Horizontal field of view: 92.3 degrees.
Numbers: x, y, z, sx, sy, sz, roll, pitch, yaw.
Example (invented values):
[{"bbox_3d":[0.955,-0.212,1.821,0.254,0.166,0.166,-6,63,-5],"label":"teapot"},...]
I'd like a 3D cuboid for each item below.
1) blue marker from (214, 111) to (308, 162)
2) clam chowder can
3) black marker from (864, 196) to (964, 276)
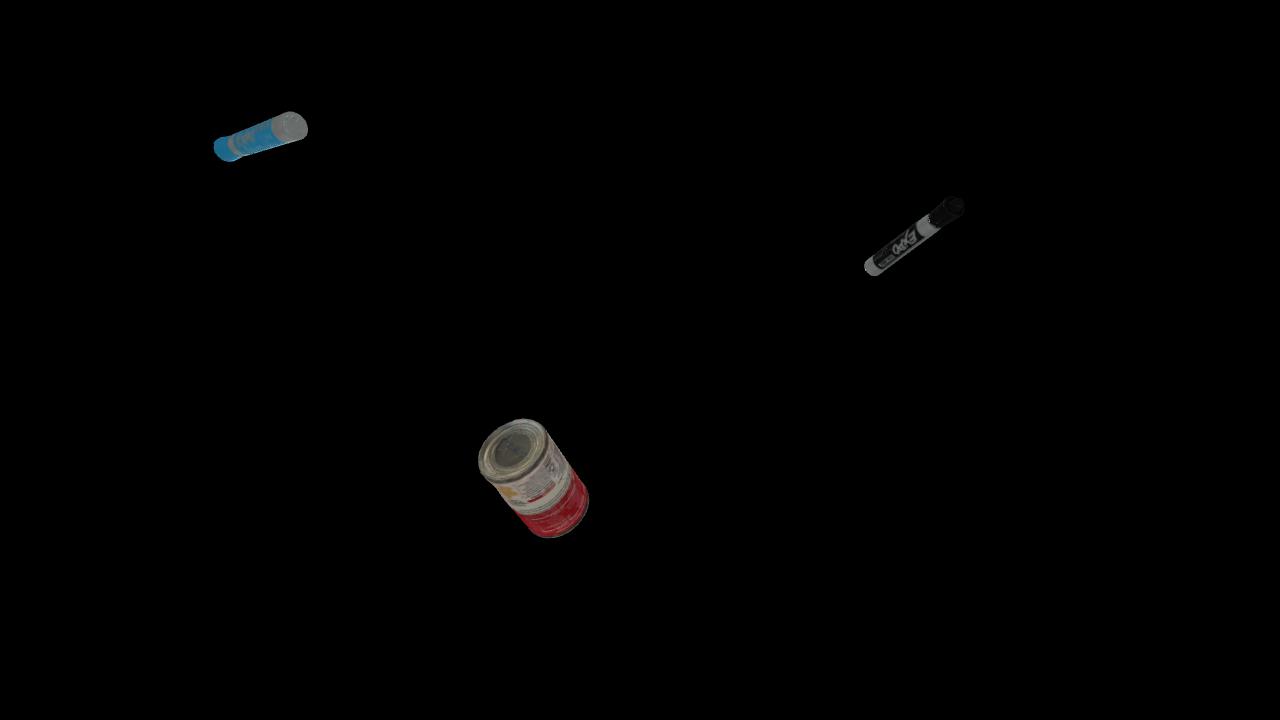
[{"bbox_3d":[-0.285,-0.164,0.456,0.121,0.020,0.020,4,3,37],"label":"blue marker"},{"bbox_3d":[-0.096,0.109,0.565,0.068,0.068,0.102,0,-41,23],"label":"clam chowder can"},{"bbox_3d":[0.240,-0.107,0.542,0.020,0.020,0.121,0,-17,-13],"label":"black marker"}]
